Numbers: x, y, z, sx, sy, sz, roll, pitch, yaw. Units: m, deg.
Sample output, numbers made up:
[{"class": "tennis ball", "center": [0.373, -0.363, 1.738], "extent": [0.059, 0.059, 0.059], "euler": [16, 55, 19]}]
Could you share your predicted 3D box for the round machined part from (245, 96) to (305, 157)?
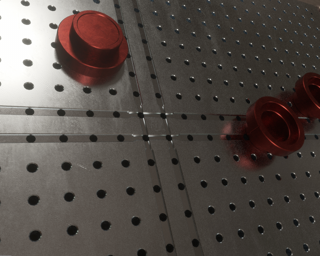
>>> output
[{"class": "round machined part", "center": [0.177, 0.001, 0.495], "extent": [0.099, 0.042, 0.098], "euler": [14, 56, -21]}]

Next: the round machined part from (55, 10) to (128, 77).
[{"class": "round machined part", "center": [-0.089, -0.121, 0.424], "extent": [0.099, 0.042, 0.098], "euler": [14, 56, -21]}]

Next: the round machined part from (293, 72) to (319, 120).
[{"class": "round machined part", "center": [0.297, -0.055, 0.595], "extent": [0.099, 0.042, 0.098], "euler": [14, 56, -21]}]
